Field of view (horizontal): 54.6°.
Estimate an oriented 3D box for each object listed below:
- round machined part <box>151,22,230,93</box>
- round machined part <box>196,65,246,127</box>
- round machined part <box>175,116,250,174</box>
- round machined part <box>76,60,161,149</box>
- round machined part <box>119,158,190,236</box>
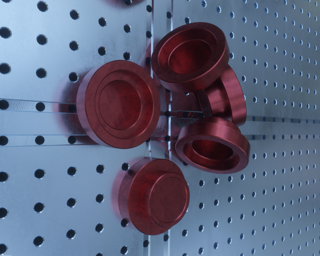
[{"bbox_3d":[0.041,-0.085,0.399,0.098,0.098,0.042,-65,146,-20],"label":"round machined part"},{"bbox_3d":[0.081,-0.043,0.440,0.042,0.098,0.098,-19,105,-3],"label":"round machined part"},{"bbox_3d":[0.074,0.021,0.424,0.098,0.098,0.042,42,51,-32],"label":"round machined part"},{"bbox_3d":[-0.050,-0.026,0.355,0.099,0.042,0.097,0,90,-40],"label":"round machined part"},{"bbox_3d":[0.000,0.088,0.397,0.099,0.042,0.097,0,90,-40],"label":"round machined part"}]
